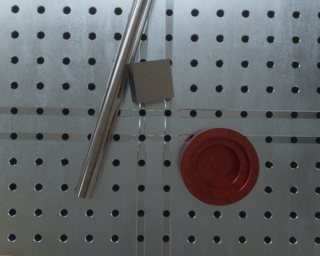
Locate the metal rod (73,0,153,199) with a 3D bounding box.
[{"bbox_3d":[-0.059,-0.053,0.412,0.025,0.025,0.298,17,90,-1],"label":"metal rod"}]

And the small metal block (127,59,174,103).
[{"bbox_3d":[-0.012,-0.061,0.402,0.050,0.025,0.050,-11,102,-18],"label":"small metal block"}]

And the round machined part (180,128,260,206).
[{"bbox_3d":[0.075,0.049,0.406,0.099,0.042,0.097,0,90,-1],"label":"round machined part"}]
